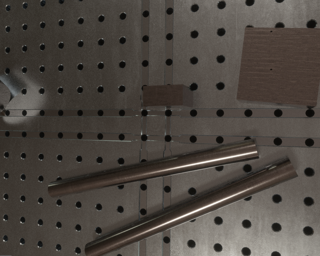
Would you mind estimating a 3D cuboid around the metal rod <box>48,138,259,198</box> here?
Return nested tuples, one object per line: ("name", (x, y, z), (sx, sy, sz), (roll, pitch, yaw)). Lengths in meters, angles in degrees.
("metal rod", (-0.022, 0.059, 0.419), (0.301, 0.025, 0.025), (-14, 86, 19))

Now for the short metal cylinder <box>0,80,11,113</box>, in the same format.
("short metal cylinder", (-0.285, -0.053, 0.482), (0.050, 0.080, 0.080), (42, 103, 15))

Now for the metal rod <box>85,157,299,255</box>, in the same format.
("metal rod", (0.027, 0.111, 0.402), (0.300, 0.025, 0.025), (-28, 81, 17))

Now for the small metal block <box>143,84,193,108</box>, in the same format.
("small metal block", (0.012, -0.039, 0.395), (0.050, 0.050, 0.025), (0, 90, 19))

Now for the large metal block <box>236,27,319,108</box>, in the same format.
("large metal block", (0.135, -0.066, 0.352), (0.080, 0.050, 0.079), (7, 92, 19))
